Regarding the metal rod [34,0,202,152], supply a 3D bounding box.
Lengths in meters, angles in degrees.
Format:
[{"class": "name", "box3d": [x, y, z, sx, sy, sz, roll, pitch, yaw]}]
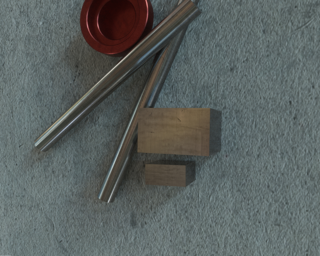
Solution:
[{"class": "metal rod", "box3d": [-0.069, -0.059, 0.416, 0.299, 0.025, 0.025, -38, 78, 22]}]

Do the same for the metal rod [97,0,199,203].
[{"class": "metal rod", "box3d": [-0.018, -0.037, 0.414, 0.025, 0.025, 0.298, 26, 98, 18]}]

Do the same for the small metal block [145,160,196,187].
[{"class": "small metal block", "box3d": [0.014, 0.056, 0.390, 0.050, 0.050, 0.025, 0, 90, 19]}]

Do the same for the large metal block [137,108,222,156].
[{"class": "large metal block", "box3d": [0.027, 0.003, 0.370, 0.080, 0.080, 0.050, 1, 91, 19]}]

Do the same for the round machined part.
[{"class": "round machined part", "box3d": [-0.054, -0.144, 0.418, 0.098, 0.042, 0.097, 0, 90, 19]}]
